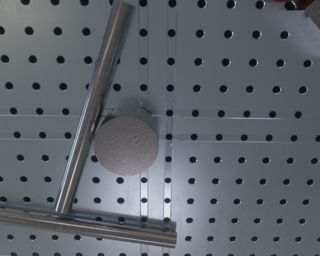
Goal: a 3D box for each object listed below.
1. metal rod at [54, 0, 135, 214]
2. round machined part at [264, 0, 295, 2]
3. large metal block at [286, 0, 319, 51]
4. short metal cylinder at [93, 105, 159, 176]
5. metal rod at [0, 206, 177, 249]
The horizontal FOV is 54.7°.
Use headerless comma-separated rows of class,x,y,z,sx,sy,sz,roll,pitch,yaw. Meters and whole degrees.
metal rod,-0.092,-0.014,0.407,0.025,0.025,0.298,19,109,-7
round machined part,0.140,-0.189,0.336,0.099,0.042,0.097,0,110,-1
large metal block,0.210,-0.134,0.352,0.080,0.050,0.080,43,104,-14
short metal cylinder,-0.042,0.015,0.405,0.081,0.050,0.079,0,110,0
metal rod,-0.125,0.148,0.466,0.302,0.025,0.025,10,110,-4
